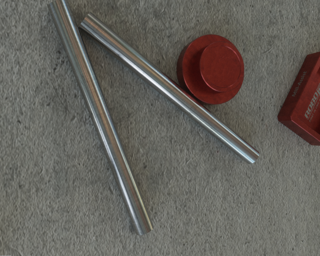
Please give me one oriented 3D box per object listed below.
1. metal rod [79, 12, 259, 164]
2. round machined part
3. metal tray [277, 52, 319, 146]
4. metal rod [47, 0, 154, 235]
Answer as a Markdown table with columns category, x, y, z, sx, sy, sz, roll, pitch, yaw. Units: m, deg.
| category | x | y | z | sx | sy | sz | roll | pitch | yaw |
| --- | --- | --- | --- | --- | --- | --- | --- | --- | --- |
| metal rod | 0.023 | -0.044 | 0.418 | 0.301 | 0.025 | 0.025 | 37 | 78 | -17 |
| round machined part | 0.076 | -0.081 | 0.429 | 0.099 | 0.042 | 0.097 | 0 | 90 | -21 |
| metal tray | 0.257 | -0.047 | 0.503 | 0.090 | 0.030 | 0.130 | 32 | 79 | -18 |
| metal rod | -0.070 | -0.007 | 0.383 | 0.025 | 0.025 | 0.298 | -22 | 98 | -19 |
